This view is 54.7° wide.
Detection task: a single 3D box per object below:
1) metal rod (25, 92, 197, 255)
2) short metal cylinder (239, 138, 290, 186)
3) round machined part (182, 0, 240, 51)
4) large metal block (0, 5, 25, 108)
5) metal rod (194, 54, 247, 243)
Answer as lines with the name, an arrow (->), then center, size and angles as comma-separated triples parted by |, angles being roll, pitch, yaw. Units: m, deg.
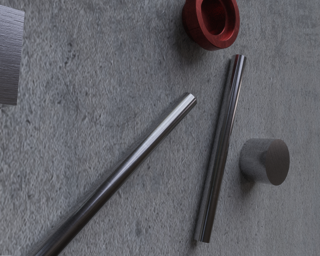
metal rod -> -0.048, 0.054, 0.366 | 0.301, 0.025, 0.025 | -47, 118, -30
short metal cylinder -> 0.186, 0.058, 0.548 | 0.081, 0.050, 0.079 | 0, 90, -40
round machined part -> 0.071, -0.162, 0.455 | 0.099, 0.042, 0.097 | 0, 90, -40
large metal block -> -0.163, -0.061, 0.252 | 0.081, 0.050, 0.080 | 6, 86, -40
metal rod -> 0.097, 0.025, 0.488 | 0.025, 0.025, 0.299 | 23, 76, -38
